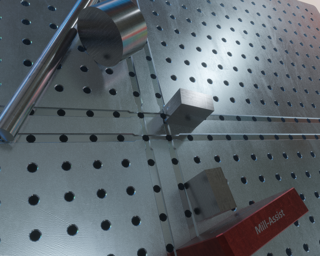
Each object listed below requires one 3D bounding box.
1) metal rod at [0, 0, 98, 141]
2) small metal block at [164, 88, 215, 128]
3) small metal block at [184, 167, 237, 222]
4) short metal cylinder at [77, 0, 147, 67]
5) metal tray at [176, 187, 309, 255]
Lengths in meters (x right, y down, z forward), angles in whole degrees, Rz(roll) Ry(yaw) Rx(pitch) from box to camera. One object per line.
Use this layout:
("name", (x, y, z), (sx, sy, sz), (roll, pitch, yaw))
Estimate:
("metal rod", (-0.131, -0.111, 0.405), (0.025, 0.025, 0.300), (25, 53, -13))
("small metal block", (0.039, -0.026, 0.431), (0.050, 0.050, 0.025), (10, 57, -23))
("small metal block", (0.060, 0.081, 0.376), (0.025, 0.050, 0.050), (-5, 64, -31))
("short metal cylinder", (-0.064, -0.130, 0.419), (0.080, 0.080, 0.050), (45, 51, 3))
("metal tray", (0.092, 0.115, 0.347), (0.131, 0.090, 0.030), (-17, 71, -35))
